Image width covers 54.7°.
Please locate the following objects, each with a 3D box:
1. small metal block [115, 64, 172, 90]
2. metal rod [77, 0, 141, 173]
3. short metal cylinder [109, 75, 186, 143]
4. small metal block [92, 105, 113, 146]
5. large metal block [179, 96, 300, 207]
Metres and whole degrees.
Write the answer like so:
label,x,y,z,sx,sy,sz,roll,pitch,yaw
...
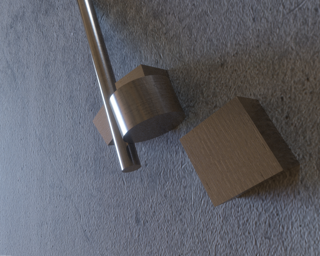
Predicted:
label,x,y,z,sx,sy,sz,roll,pitch,yaw
small metal block,-0.021,-0.056,0.404,0.050,0.050,0.025,-28,73,36
metal rod,-0.080,-0.079,0.446,0.025,0.025,0.299,-35,62,34
short metal cylinder,-0.015,-0.022,0.380,0.080,0.081,0.050,-35,69,34
small metal block,-0.067,-0.010,0.458,0.050,0.025,0.050,-51,61,27
large metal block,0.080,0.024,0.322,0.080,0.050,0.080,-40,66,32
